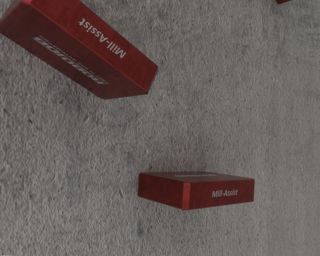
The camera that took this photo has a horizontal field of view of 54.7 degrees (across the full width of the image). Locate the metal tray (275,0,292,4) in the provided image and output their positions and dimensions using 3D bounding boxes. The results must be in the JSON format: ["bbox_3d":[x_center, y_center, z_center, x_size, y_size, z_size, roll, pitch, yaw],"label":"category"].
[{"bbox_3d":[0.218,-0.312,0.583,0.131,0.030,0.090,31,71,-36],"label":"metal tray"}]

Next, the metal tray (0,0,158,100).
[{"bbox_3d":[-0.077,-0.075,0.297,0.130,0.090,0.030,34,69,-35],"label":"metal tray"}]

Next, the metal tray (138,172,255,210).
[{"bbox_3d":[0.049,0.077,0.402,0.131,0.090,0.030,6,87,-40],"label":"metal tray"}]
